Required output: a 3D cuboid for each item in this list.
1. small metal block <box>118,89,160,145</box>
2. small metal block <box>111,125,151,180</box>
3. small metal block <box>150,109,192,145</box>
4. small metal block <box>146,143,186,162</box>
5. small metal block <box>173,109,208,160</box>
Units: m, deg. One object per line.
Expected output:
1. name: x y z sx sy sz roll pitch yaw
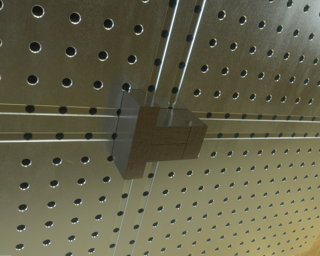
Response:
1. small metal block: -0.027 -0.014 0.372 0.025 0.050 0.050 0 119 -29
2. small metal block: -0.038 0.030 0.393 0.025 0.050 0.050 0 119 -29
3. small metal block: 0.004 -0.003 0.396 0.050 0.050 0.025 0 119 -29
4. small metal block: -0.002 0.019 0.406 0.050 0.050 0.025 0 119 -29
5. small metal block: 0.034 0.008 0.419 0.025 0.050 0.050 0 119 -29
